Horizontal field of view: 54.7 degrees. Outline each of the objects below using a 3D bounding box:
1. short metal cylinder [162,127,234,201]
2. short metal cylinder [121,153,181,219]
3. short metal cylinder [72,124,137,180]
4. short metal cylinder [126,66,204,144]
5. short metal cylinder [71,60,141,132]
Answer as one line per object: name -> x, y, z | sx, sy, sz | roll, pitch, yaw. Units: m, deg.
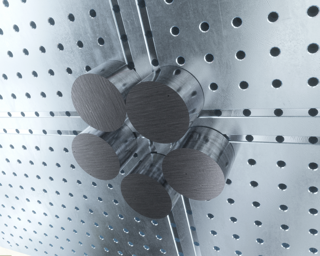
short metal cylinder -> 0.049, 0.045, 0.396 | 0.080, 0.050, 0.079 | 13, 125, 20
short metal cylinder -> -0.009, 0.084, 0.451 | 0.080, 0.050, 0.079 | 14, 124, 21
short metal cylinder -> -0.081, 0.030, 0.456 | 0.080, 0.050, 0.079 | 13, 124, 20
short metal cylinder -> 0.006, -0.028, 0.373 | 0.080, 0.050, 0.079 | 13, 124, 21
short metal cylinder -> -0.067, -0.042, 0.404 | 0.080, 0.050, 0.079 | 13, 124, 20
